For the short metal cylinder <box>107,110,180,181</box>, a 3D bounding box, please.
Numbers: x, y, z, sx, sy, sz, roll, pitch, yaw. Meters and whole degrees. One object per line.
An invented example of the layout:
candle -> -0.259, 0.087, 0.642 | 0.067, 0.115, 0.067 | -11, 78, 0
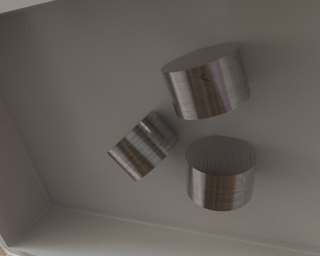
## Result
short metal cylinder -> -0.021, 0.022, 0.398 | 0.050, 0.080, 0.080 | 47, 129, -4

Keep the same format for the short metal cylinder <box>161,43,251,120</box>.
short metal cylinder -> 0.047, -0.049, 0.318 | 0.080, 0.080, 0.050 | -7, 115, 31

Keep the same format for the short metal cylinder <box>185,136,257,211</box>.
short metal cylinder -> 0.071, 0.051, 0.368 | 0.080, 0.080, 0.050 | 10, 123, 23
